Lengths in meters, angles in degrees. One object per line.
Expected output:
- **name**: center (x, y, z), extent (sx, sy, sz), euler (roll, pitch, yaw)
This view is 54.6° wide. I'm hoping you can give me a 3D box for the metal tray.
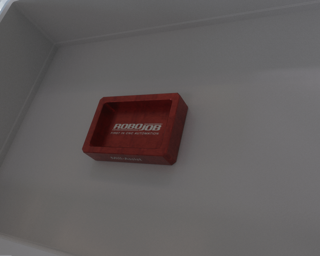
- **metal tray**: center (-0.034, 0.000, 0.421), extent (0.130, 0.030, 0.090), euler (0, 62, 28)
